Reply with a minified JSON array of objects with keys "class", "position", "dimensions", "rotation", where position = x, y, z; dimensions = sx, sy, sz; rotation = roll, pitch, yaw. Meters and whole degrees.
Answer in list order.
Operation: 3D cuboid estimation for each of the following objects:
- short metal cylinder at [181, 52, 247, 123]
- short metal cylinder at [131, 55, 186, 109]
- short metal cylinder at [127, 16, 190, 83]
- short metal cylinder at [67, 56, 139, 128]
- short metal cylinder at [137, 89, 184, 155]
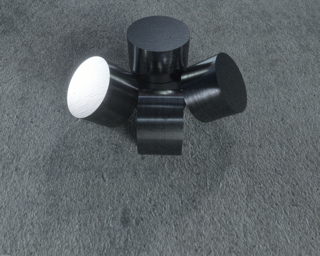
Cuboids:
[{"class":"short metal cylinder","position":[0.072,-0.052,0.406],"dimensions":[0.050,0.080,0.080],"rotation":[-18,39,37]},{"class":"short metal cylinder","position":[0.000,-0.059,0.438],"dimensions":[0.081,0.050,0.080],"rotation":[0,50,0]},{"class":"short metal cylinder","position":[-0.002,-0.105,0.411],"dimensions":[0.081,0.050,0.080],"rotation":[0,50,0]},{"class":"short metal cylinder","position":[-0.074,-0.045,0.399],"dimensions":[0.080,0.050,0.080],"rotation":[-13,68,36]},{"class":"short metal cylinder","position":[0.001,-0.007,0.374],"dimensions":[0.050,0.080,0.080],"rotation":[1,50,1]}]
